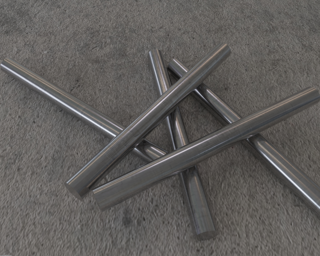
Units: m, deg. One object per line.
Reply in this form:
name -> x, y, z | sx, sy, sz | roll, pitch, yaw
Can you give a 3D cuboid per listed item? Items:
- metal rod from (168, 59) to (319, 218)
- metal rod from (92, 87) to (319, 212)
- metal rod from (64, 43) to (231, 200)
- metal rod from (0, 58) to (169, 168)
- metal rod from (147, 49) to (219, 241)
metal rod -> 0.104, -0.002, 0.404 | 0.025, 0.025, 0.300 | -27, 55, -21
metal rod -> 0.068, 0.015, 0.356 | 0.302, 0.025, 0.025 | -24, 54, -19
metal rod -> 0.004, -0.027, 0.391 | 0.025, 0.025, 0.301 | 31, 56, 23
metal rod -> -0.116, -0.029, 0.426 | 0.300, 0.025, 0.025 | 30, 56, 22
metal rod -> 0.019, -0.004, 0.406 | 0.025, 0.025, 0.300 | -8, 50, -7
